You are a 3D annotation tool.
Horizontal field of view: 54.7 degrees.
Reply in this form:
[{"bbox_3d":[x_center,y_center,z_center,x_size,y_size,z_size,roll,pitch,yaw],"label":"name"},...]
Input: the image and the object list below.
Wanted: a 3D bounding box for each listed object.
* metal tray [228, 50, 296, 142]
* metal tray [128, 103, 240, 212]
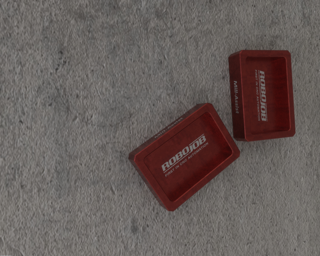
[{"bbox_3d":[0.153,-0.048,0.462,0.091,0.030,0.129,-5,92,-20],"label":"metal tray"},{"bbox_3d":[0.035,0.037,0.419,0.131,0.030,0.090,-36,102,-17],"label":"metal tray"}]
